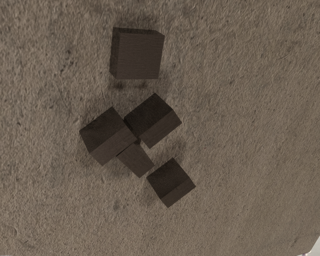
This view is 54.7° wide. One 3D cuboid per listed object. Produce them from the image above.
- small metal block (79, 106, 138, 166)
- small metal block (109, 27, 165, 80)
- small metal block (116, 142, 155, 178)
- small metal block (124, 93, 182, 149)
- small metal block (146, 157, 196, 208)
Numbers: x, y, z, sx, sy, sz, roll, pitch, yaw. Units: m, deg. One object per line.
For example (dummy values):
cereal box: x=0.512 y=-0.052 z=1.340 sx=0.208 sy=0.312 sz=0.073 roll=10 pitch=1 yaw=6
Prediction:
small metal block: x=-0.062 y=0.008 z=0.363 sx=0.050 sy=0.050 sz=0.025 roll=-38 pitch=130 yaw=-3
small metal block: x=-0.026 y=-0.082 z=0.343 sx=0.050 sy=0.025 sz=0.050 roll=-5 pitch=121 yaw=-26
small metal block: x=-0.039 y=0.028 z=0.388 sx=0.025 sy=0.050 sz=0.050 roll=-40 pitch=130 yaw=-1
small metal block: x=-0.009 y=-0.010 z=0.381 sx=0.050 sy=0.050 sz=0.025 roll=-39 pitch=130 yaw=-2
small metal block: x=0.015 y=0.079 z=0.450 sx=0.050 sy=0.050 sz=0.025 roll=-36 pitch=130 yaw=-4
